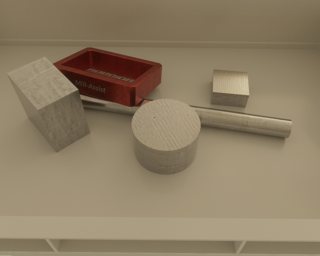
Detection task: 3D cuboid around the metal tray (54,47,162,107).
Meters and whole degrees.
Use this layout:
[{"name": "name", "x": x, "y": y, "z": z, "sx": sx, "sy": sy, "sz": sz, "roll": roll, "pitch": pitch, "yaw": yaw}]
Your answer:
[{"name": "metal tray", "x": -0.074, "y": -0.077, "z": 0.444, "sx": 0.130, "sy": 0.030, "sz": 0.090, "roll": 17, "pitch": 36, "yaw": 18}]

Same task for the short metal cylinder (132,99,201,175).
[{"name": "short metal cylinder", "x": 0.007, "y": 0.010, "z": 0.381, "sx": 0.081, "sy": 0.050, "sz": 0.080, "roll": 0, "pitch": 50, "yaw": 0}]

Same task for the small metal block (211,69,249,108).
[{"name": "small metal block", "x": 0.102, "y": -0.059, "z": 0.456, "sx": 0.050, "sy": 0.025, "sz": 0.050, "roll": 6, "pitch": 50, "yaw": 4}]

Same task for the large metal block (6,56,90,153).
[{"name": "large metal block", "x": -0.139, "y": -0.029, "z": 0.392, "sx": 0.050, "sy": 0.080, "sz": 0.080, "roll": -34, "pitch": 58, "yaw": -25}]

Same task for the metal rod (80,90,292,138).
[{"name": "metal rod", "x": 0.021, "y": -0.022, "z": 0.423, "sx": 0.302, "sy": 0.025, "sz": 0.025, "roll": 9, "pitch": 51, "yaw": 7}]
